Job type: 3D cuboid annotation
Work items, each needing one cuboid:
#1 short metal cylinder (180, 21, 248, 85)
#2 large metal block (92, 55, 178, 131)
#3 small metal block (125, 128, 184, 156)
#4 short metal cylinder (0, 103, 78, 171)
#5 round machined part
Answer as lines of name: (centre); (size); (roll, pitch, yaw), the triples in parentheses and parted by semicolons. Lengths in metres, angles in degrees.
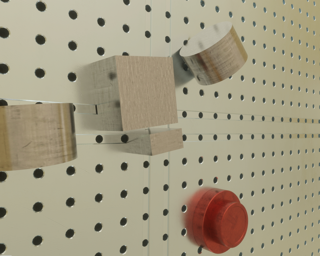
short metal cylinder: (0.075, -0.105, 0.436); (0.080, 0.080, 0.050); (-52, 121, -27)
large metal block: (-0.028, -0.041, 0.369); (0.081, 0.050, 0.079); (-9, 96, -40)
small metal block: (-0.007, 0.016, 0.387); (0.050, 0.050, 0.025); (-10, 97, -40)
short metal cylinder: (-0.117, 0.005, 0.275); (0.081, 0.080, 0.050); (-7, 95, -40)
round machined part: (0.100, 0.146, 0.483); (0.099, 0.042, 0.097); (0, 90, -40)
